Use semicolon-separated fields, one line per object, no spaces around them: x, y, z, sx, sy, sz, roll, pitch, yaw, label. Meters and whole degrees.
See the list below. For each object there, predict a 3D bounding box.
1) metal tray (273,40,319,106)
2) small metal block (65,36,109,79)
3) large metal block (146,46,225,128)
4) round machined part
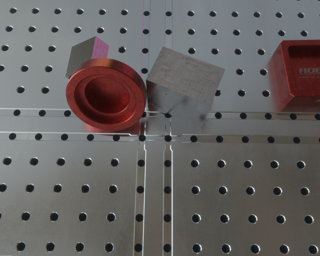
0.237;-0.080;0.441;0.131;0.030;0.090;-1;70;-1;metal tray
-0.101;-0.093;0.431;0.050;0.025;0.050;-10;65;36;small metal block
0.030;-0.050;0.401;0.080;0.080;0.050;22;72;7;large metal block
-0.065;-0.046;0.396;0.099;0.097;0.042;5;41;1;round machined part
